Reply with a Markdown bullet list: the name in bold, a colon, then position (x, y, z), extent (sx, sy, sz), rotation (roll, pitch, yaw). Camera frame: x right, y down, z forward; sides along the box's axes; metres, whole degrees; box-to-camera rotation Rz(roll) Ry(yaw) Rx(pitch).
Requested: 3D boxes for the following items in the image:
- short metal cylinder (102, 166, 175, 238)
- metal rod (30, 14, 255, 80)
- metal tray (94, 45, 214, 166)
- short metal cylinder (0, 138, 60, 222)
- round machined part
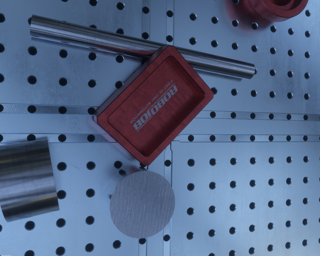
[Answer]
- **short metal cylinder**: position (-0.028, 0.090, 0.389), extent (0.081, 0.050, 0.080), rotation (0, 90, -20)
- **metal rod**: position (-0.007, -0.101, 0.409), extent (0.302, 0.025, 0.025), rotation (7, 88, -20)
- **metal tray**: position (-0.006, -0.028, 0.392), extent (0.130, 0.030, 0.090), rotation (-46, 111, -6)
- **short metal cylinder**: position (-0.140, 0.054, 0.332), extent (0.050, 0.080, 0.080), rotation (-10, 94, -20)
- **round machined part**: position (0.172, -0.208, 0.466), extent (0.099, 0.042, 0.097), rotation (0, 90, -20)
